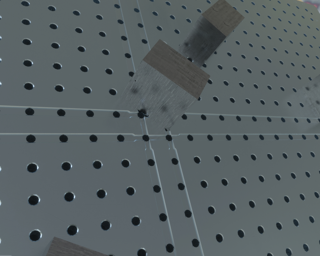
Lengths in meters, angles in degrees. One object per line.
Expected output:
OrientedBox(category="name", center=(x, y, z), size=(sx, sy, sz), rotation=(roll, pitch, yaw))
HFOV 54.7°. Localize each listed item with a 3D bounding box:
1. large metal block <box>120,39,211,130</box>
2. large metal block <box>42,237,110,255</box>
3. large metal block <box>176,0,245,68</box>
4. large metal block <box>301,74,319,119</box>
OrientedBox(category="large metal block", center=(0.005, -0.055, 0.411), size=(0.080, 0.080, 0.050), rotation=(35, 51, -6))
OrientedBox(category="large metal block", center=(-0.072, 0.150, 0.263), size=(0.080, 0.050, 0.080), rotation=(25, 53, -13))
OrientedBox(category="large metal block", center=(0.084, -0.157, 0.516), size=(0.050, 0.080, 0.080), rotation=(42, 51, -1))
OrientedBox(category="large metal block", center=(0.346, -0.064, 0.622), size=(0.081, 0.050, 0.080), rotation=(-9, 66, -32))
